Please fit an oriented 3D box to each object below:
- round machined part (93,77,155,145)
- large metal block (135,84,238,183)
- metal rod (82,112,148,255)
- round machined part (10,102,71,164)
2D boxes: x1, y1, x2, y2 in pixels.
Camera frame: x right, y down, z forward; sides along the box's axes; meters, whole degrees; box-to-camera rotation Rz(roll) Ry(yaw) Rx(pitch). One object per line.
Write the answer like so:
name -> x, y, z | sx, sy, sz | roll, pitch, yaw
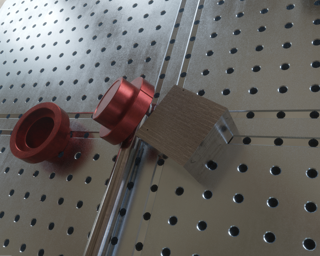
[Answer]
round machined part -> -0.054, -0.029, 0.415 | 0.098, 0.042, 0.098 | -45, 24, 26
large metal block -> 0.032, 0.005, 0.373 | 0.080, 0.050, 0.080 | 31, 79, 38
metal rod -> -0.066, 0.115, 0.372 | 0.025, 0.025, 0.300 | 2, 63, 29
round machined part -> -0.181, 0.011, 0.486 | 0.098, 0.042, 0.098 | -13, 56, 21
